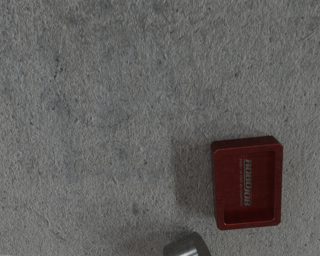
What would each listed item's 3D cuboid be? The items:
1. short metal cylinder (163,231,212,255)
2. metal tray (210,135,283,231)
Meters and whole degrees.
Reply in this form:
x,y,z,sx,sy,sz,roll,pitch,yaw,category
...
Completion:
x,y,z,sx,sy,sz,roll,pitch,yaw,category
0.046,0.201,0.455,0.050,0.080,0.080,-28,108,10,short metal cylinder
0.122,0.079,0.437,0.091,0.030,0.129,-6,110,2,metal tray
